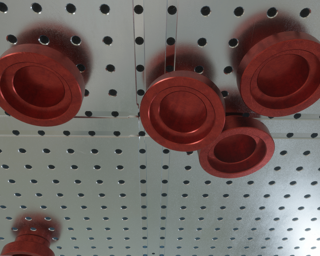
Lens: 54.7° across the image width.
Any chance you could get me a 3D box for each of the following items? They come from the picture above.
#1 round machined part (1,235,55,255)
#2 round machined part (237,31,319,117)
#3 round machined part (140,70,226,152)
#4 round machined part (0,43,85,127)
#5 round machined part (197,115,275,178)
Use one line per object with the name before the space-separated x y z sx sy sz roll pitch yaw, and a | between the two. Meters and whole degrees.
round machined part | -0.256 0.246 0.606 0.099 0.042 0.097 -1 130 0
round machined part | 0.136 -0.063 0.349 0.099 0.042 0.097 -1 130 0
round machined part | 0.028 -0.023 0.371 0.098 0.042 0.097 6 121 10
round machined part | -0.136 -0.052 0.355 0.099 0.042 0.097 -1 130 0
round machined part | 0.099 0.021 0.418 0.099 0.042 0.097 -2 132 -2
